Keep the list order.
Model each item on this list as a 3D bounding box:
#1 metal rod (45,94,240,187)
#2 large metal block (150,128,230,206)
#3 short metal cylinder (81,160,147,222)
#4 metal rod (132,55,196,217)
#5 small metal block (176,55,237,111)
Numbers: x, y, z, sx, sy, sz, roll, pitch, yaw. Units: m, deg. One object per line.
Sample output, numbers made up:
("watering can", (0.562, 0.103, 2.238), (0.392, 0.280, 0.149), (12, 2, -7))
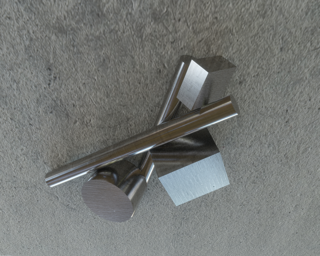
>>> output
("metal rod", (-0.041, 0.026, 0.408), (0.300, 0.025, 0.025), (-23, 127, 26))
("large metal block", (0.041, 0.052, 0.418), (0.080, 0.050, 0.080), (-23, 137, 3))
("short metal cylinder", (-0.066, 0.090, 0.452), (0.080, 0.050, 0.079), (11, 125, 17))
("metal rod", (-0.010, 0.034, 0.436), (0.025, 0.025, 0.298), (13, 129, -11))
("small metal block", (0.052, -0.051, 0.349), (0.050, 0.025, 0.050), (-18, 143, -40))
